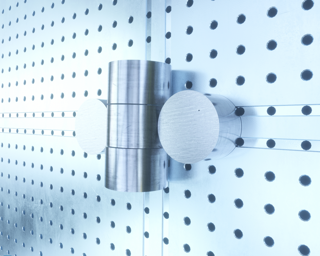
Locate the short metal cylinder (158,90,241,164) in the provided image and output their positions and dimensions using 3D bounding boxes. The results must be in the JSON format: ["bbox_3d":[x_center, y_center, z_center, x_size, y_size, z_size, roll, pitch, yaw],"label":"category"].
[{"bbox_3d":[0.044,-0.001,0.354,0.080,0.050,0.079,0,90,39],"label":"short metal cylinder"}]

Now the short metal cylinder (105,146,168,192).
[{"bbox_3d":[-0.030,0.048,0.395,0.080,0.081,0.050,2,91,39],"label":"short metal cylinder"}]

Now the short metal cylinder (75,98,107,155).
[{"bbox_3d":[-0.080,-0.002,0.456,0.080,0.050,0.079,0,90,39],"label":"short metal cylinder"}]

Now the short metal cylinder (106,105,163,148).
[{"bbox_3d":[-0.027,-0.003,0.393,0.080,0.081,0.050,3,92,39],"label":"short metal cylinder"}]

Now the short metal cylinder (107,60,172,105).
[{"bbox_3d":[-0.026,-0.054,0.392,0.080,0.081,0.050,4,92,39],"label":"short metal cylinder"}]
